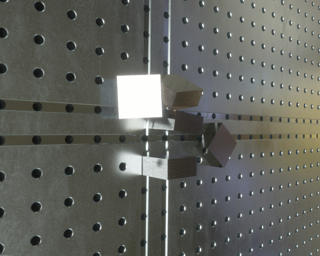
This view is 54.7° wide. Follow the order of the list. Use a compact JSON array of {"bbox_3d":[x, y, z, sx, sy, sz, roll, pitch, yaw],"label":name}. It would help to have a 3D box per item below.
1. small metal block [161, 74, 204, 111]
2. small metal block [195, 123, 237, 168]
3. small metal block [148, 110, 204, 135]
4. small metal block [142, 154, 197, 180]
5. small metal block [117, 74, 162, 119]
[{"bbox_3d":[0.019,-0.048,0.405,0.050,0.050,0.025,-12,129,-43],"label":"small metal block"},{"bbox_3d":[0.089,0.027,0.487,0.050,0.025,0.050,49,61,-29],"label":"small metal block"},{"bbox_3d":[0.021,-0.007,0.412,0.050,0.050,0.025,11,86,-40],"label":"small metal block"},{"bbox_3d":[0.012,0.050,0.405,0.050,0.050,0.025,0,90,-40],"label":"small metal block"},{"bbox_3d":[-0.024,-0.037,0.374,0.050,0.025,0.050,-3,92,-3],"label":"small metal block"}]
